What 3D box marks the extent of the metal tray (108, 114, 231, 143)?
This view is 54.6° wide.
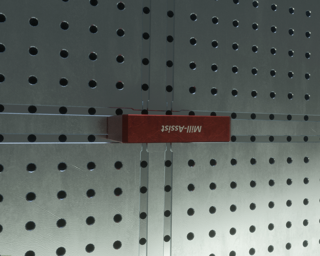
[{"bbox_3d":[0.009,0.001,0.381,0.131,0.090,0.030,0,90,-20],"label":"metal tray"}]
